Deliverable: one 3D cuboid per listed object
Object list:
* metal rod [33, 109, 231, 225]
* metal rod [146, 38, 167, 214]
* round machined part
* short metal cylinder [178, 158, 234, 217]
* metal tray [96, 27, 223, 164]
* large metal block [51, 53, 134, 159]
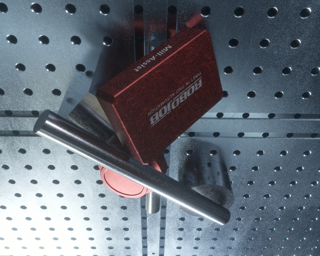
[{"bbox_3d":[-0.008,0.062,0.372,0.025,0.025,0.301,-36,130,26],"label":"metal rod"},{"bbox_3d":[-0.006,0.022,0.430,0.025,0.025,0.298,2,130,-2],"label":"metal rod"},{"bbox_3d":[-0.043,0.059,0.430,0.098,0.042,0.097,11,131,13],"label":"round machined part"},{"bbox_3d":[0.069,0.092,0.476,0.081,0.050,0.079,0,130,0],"label":"short metal cylinder"},{"bbox_3d":[0.008,-0.035,0.327,0.131,0.030,0.090,-40,131,-22],"label":"metal tray"},{"bbox_3d":[-0.076,-0.025,0.354,0.050,0.080,0.080,34,122,-26],"label":"large metal block"}]
